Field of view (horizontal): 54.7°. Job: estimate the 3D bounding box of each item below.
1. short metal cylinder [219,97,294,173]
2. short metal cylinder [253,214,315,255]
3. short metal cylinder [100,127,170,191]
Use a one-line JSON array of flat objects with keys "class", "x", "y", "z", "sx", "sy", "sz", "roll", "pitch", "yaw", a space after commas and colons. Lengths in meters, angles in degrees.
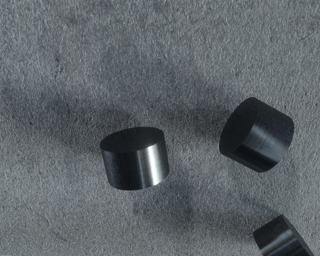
[{"class": "short metal cylinder", "x": 0.117, "y": 0.008, "z": 0.384, "sx": 0.050, "sy": 0.080, "sz": 0.080, "roll": 27, "pitch": 108, "yaw": -10}, {"class": "short metal cylinder", "x": 0.180, "y": 0.172, "z": 0.445, "sx": 0.050, "sy": 0.080, "sz": 0.080, "roll": -38, "pitch": 106, "yaw": 13}, {"class": "short metal cylinder", "x": -0.031, "y": 0.036, "z": 0.393, "sx": 0.080, "sy": 0.080, "sz": 0.050, "roll": -8, "pitch": 110, "yaw": 3}]
